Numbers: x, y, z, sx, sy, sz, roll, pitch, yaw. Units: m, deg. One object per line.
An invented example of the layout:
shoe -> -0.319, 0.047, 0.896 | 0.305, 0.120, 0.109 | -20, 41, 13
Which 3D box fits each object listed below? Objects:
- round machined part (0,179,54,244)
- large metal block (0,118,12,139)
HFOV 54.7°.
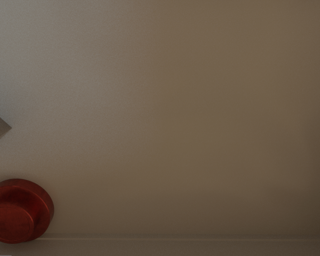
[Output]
round machined part -> -0.209, 0.126, 0.446 | 0.099, 0.042, 0.097 | 0, 110, -1
large metal block -> -0.238, -0.004, 0.372 | 0.050, 0.080, 0.080 | -43, 106, -2
